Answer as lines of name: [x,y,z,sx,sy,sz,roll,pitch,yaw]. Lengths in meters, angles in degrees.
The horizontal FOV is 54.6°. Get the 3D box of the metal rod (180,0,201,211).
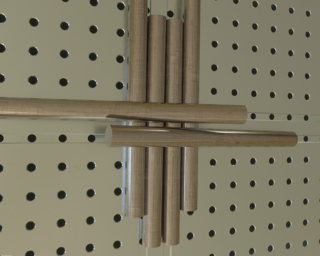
metal rod: [0.041,-0.038,0.427,0.025,0.025,0.298,1,90,-20]

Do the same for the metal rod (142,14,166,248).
metal rod: [-0.008,0.004,0.408,0.025,0.025,0.298,1,90,-20]

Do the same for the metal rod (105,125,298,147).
metal rod: [0.075,0.013,0.418,0.302,0.025,0.025,2,90,-29]

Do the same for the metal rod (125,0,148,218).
metal rod: [-0.030,-0.037,0.400,0.025,0.025,0.298,1,90,-20]

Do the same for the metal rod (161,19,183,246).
metal rod: [0.016,0.005,0.419,0.025,0.025,0.298,1,90,-20]

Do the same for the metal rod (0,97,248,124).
metal rod: [-0.040,-0.020,0.373,0.302,0.025,0.025,1,90,-11]
